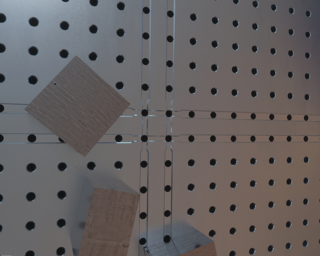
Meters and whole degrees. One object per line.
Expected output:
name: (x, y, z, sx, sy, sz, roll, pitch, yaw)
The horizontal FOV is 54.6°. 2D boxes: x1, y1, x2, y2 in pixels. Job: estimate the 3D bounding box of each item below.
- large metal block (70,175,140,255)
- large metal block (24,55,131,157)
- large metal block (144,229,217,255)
large metal block: (-0.066, 0.105, 0.359, 0.050, 0.080, 0.080, 14, 86, -20)
large metal block: (-0.096, -0.024, 0.364, 0.080, 0.050, 0.080, 42, 77, -15)
large metal block: (0.032, 0.193, 0.411, 0.081, 0.050, 0.080, -13, 95, -20)
